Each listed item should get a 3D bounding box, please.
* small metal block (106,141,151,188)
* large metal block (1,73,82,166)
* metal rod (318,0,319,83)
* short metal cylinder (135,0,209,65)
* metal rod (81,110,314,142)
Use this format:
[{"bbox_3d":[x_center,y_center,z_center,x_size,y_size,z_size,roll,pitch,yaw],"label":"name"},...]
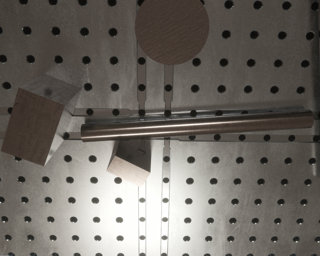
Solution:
[{"bbox_3d":[-0.040,0.047,0.417,0.050,0.050,0.025,28,108,-10],"label":"small metal block"},{"bbox_3d":[-0.141,-0.013,0.377,0.050,0.080,0.079,22,109,-8],"label":"large metal block"},{"bbox_3d":[0.218,-0.057,0.395,0.025,0.025,0.298,-11,110,3],"label":"metal rod"},{"bbox_3d":[0.013,-0.117,0.357,0.081,0.050,0.079,0,110,-1],"label":"short metal cylinder"},{"bbox_3d":[0.048,-0.003,0.413,0.302,0.025,0.025,-4,110,1],"label":"metal rod"}]
